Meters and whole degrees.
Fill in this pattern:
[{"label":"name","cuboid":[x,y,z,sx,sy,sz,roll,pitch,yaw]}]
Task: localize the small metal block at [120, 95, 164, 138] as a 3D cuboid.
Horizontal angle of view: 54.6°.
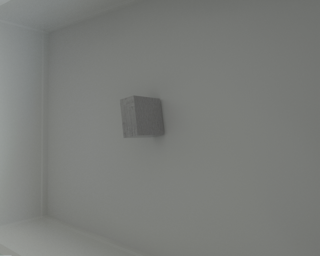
[{"label":"small metal block","cuboid":[-0.023,-0.014,0.406,0.025,0.050,0.050,-11,82,40]}]
